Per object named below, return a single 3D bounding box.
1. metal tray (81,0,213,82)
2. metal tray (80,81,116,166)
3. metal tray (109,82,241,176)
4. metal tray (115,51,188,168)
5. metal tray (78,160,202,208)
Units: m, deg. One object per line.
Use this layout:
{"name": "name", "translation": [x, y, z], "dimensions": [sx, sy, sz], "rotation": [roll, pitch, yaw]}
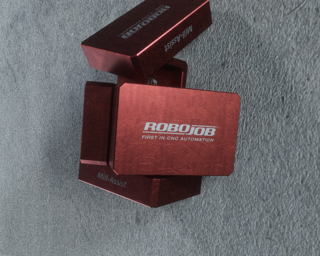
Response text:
{"name": "metal tray", "translation": [-0.013, -0.109, 0.355], "dimensions": [0.090, 0.131, 0.030], "rotation": [22, 145, 37]}
{"name": "metal tray", "translation": [-0.064, -0.009, 0.394], "dimensions": [0.030, 0.130, 0.089], "rotation": [5, 94, 3]}
{"name": "metal tray", "translation": [0.016, 0.003, 0.326], "dimensions": [0.030, 0.131, 0.089], "rotation": [-162, 76, -72]}
{"name": "metal tray", "translation": [-0.010, -0.021, 0.370], "dimensions": [0.030, 0.091, 0.129], "rotation": [9, 96, 39]}
{"name": "metal tray", "translation": [-0.026, 0.058, 0.383], "dimensions": [0.130, 0.091, 0.030], "rotation": [9, 96, 39]}
